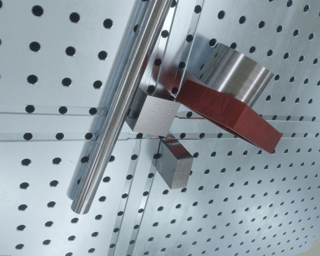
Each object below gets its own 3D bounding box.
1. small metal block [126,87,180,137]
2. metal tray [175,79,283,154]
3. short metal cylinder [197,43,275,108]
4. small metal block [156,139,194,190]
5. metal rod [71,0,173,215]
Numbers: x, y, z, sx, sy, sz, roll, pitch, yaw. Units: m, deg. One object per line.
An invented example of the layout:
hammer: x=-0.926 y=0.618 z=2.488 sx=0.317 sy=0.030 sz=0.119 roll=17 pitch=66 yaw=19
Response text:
small metal block: x=-0.009 y=-0.019 z=0.396 sx=0.050 sy=0.025 sz=0.050 roll=10 pitch=113 yaw=-33
metal tray: x=0.090 y=-0.013 z=0.395 sx=0.131 sy=0.090 sz=0.030 roll=25 pitch=95 yaw=-48
short metal cylinder: x=0.094 y=-0.065 z=0.389 sx=0.080 sy=0.080 sz=0.050 roll=20 pitch=107 yaw=-36
small metal block: x=0.020 y=0.050 z=0.439 sx=0.025 sy=0.050 sz=0.050 roll=-4 pitch=121 yaw=-27
metal rod: x=-0.051 y=-0.020 z=0.372 sx=0.025 sy=0.025 sz=0.298 roll=11 pitch=113 yaw=-33
